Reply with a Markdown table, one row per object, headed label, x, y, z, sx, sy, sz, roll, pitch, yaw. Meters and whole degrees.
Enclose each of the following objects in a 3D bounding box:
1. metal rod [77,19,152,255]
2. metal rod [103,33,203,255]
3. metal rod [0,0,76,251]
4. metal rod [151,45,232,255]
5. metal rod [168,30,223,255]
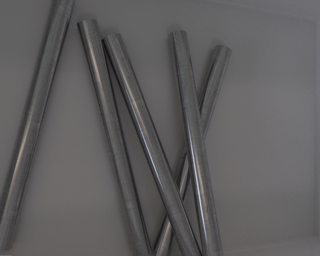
| label | x | y | z | sx | sy | sz | roll | pitch | yaw |
| --- | --- | --- | --- | --- | --- | --- | --- | --- | --- |
| metal rod | -0.056 | 0.017 | 0.389 | 0.025 | 0.025 | 0.298 | -15 | 95 | -19 |
| metal rod | -0.009 | 0.027 | 0.390 | 0.025 | 0.025 | 0.299 | -21 | 91 | -19 |
| metal rod | -0.145 | -0.013 | 0.356 | 0.025 | 0.025 | 0.299 | 14 | 85 | -20 |
| metal rod | 0.045 | 0.029 | 0.427 | 0.025 | 0.025 | 0.299 | 20 | 83 | -19 |
| metal rod | 0.045 | 0.020 | 0.401 | 0.025 | 0.025 | 0.298 | -6 | 83 | -20 |
